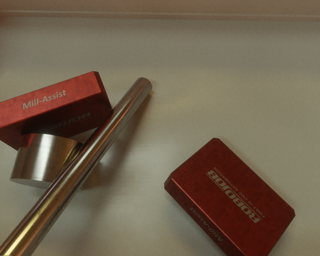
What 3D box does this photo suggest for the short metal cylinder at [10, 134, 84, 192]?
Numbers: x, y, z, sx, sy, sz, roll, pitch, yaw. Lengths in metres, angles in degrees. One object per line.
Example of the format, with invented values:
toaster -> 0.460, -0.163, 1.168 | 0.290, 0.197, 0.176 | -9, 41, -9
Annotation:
short metal cylinder -> -0.126, 0.043, 0.363 | 0.080, 0.080, 0.050 | 7, 71, 2

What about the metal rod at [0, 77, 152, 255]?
metal rod -> -0.079, 0.034, 0.331 | 0.025, 0.025, 0.301 | 24, 47, 8

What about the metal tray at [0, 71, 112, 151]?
metal tray -> -0.126, -0.016, 0.379 | 0.131, 0.090, 0.030 | -21, 72, -8

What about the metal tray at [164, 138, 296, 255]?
metal tray -> 0.081, 0.083, 0.361 | 0.130, 0.030, 0.091 | 45, 55, 14
